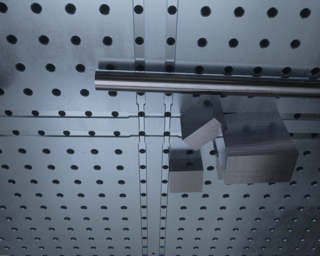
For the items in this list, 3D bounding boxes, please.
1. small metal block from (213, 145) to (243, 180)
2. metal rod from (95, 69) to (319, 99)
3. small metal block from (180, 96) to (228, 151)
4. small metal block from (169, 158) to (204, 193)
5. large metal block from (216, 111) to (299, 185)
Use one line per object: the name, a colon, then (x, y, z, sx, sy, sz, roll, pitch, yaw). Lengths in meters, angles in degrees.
small metal block: (0.107, 0.048, 0.454, 0.050, 0.025, 0.050, -8, 130, 6)
metal rod: (0.077, -0.051, 0.369, 0.302, 0.025, 0.025, 2, 130, -2)
small metal block: (0.053, -0.008, 0.390, 0.025, 0.050, 0.050, 37, 121, -27)
small metal block: (0.039, 0.074, 0.475, 0.050, 0.025, 0.050, -2, 130, 1)
large metal block: (0.119, 0.024, 0.398, 0.080, 0.080, 0.050, -3, 130, 2)
